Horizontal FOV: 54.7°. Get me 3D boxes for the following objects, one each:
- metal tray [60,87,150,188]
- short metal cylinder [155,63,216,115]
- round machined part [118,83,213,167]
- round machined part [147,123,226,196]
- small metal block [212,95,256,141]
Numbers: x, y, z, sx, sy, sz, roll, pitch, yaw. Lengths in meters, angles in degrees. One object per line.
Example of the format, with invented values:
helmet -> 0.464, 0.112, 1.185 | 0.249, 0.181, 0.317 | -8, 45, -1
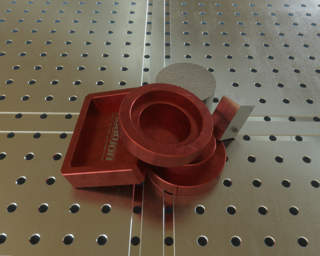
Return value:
metal tray -> -0.059, 0.007, 0.383 | 0.090, 0.030, 0.130 | -6, 49, 13
short metal cylinder -> 0.034, -0.046, 0.430 | 0.081, 0.050, 0.080 | 0, 50, 0
round machined part -> 0.004, 0.001, 0.334 | 0.099, 0.042, 0.098 | 7, 51, -8
round machined part -> 0.030, 0.028, 0.372 | 0.099, 0.042, 0.098 | 0, 50, 0
small metal block -> 0.089, -0.014, 0.391 | 0.025, 0.050, 0.050 | 39, 25, 27
